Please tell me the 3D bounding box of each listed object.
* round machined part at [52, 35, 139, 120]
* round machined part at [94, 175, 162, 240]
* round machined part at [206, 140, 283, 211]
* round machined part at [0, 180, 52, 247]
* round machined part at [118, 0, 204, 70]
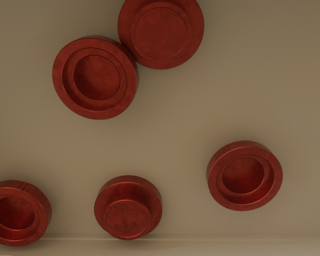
[{"bbox_3d":[-0.074,-0.062,0.374,0.099,0.042,0.097,2,114,4],"label":"round machined part"},{"bbox_3d":[-0.046,0.121,0.446,0.099,0.042,0.097,0,110,-1],"label":"round machined part"},{"bbox_3d":[0.113,0.062,0.427,0.099,0.042,0.097,0,110,-1],"label":"round machined part"},{"bbox_3d":[-0.204,0.116,0.442,0.099,0.042,0.097,0,110,-1],"label":"round machined part"},{"bbox_3d":[0.001,-0.112,0.351,0.099,0.042,0.097,0,122,0],"label":"round machined part"}]
